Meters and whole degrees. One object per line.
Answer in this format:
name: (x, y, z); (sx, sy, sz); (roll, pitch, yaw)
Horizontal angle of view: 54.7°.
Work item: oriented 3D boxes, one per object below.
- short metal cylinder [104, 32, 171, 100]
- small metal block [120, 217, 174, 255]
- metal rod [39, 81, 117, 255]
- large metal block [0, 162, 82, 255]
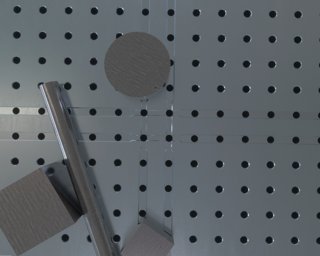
short metal cylinder: (-0.027, -0.077, 0.401); (0.081, 0.050, 0.079); (0, 90, 0)
small metal block: (-0.017, 0.157, 0.413); (0.050, 0.025, 0.050); (36, 90, 0)
metal rod: (-0.100, 0.083, 0.412); (0.025, 0.025, 0.298); (-19, 90, 0)
large metal block: (-0.158, 0.101, 0.400); (0.080, 0.050, 0.080); (-30, 90, 0)
